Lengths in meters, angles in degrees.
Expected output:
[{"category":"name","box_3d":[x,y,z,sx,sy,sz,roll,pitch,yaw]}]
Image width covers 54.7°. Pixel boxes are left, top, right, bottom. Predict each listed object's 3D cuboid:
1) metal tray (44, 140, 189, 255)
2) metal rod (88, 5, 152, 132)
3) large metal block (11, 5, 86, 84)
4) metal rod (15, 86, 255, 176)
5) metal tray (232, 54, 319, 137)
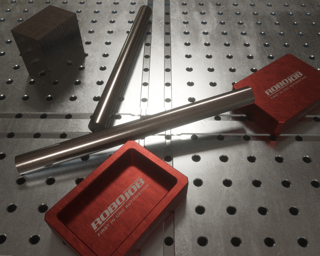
[{"category":"metal tray","box_3d":[-0.042,0.082,0.335,0.090,0.030,0.131,33,57,24]},{"category":"metal rod","box_3d":[-0.055,-0.112,0.500,0.025,0.025,0.300,8,50,6]},{"category":"large metal block","box_3d":[-0.167,-0.129,0.478,0.050,0.080,0.080,23,54,18]},{"category":"metal rod","box_3d":[-0.024,0.001,0.388,0.302,0.025,0.025,-17,52,-8]},{"category":"metal tray","box_3d":[0.179,-0.052,0.451,0.131,0.030,0.090,-30,57,-23]}]
